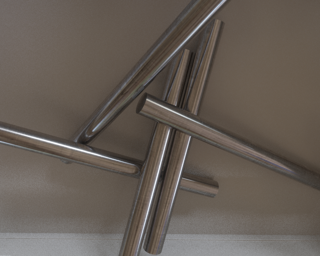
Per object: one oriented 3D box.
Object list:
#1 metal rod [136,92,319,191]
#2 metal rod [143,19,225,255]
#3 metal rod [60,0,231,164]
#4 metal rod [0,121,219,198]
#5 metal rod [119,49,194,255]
[{"bbox_3d":[0.109,0.027,0.388,0.302,0.025,0.025,23,109,-22],"label":"metal rod"},{"bbox_3d":[0.027,0.017,0.387,0.025,0.025,0.298,14,98,-5],"label":"metal rod"},{"bbox_3d":[-0.036,-0.041,0.340,0.025,0.025,0.299,40,126,-14],"label":"metal rod"},{"bbox_3d":[-0.058,0.044,0.395,0.302,0.025,0.025,18,110,-19],"label":"metal rod"},{"bbox_3d":[-0.010,0.050,0.384,0.025,0.025,0.298,15,92,-6],"label":"metal rod"}]
